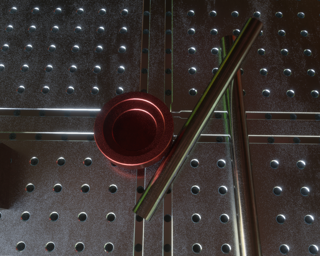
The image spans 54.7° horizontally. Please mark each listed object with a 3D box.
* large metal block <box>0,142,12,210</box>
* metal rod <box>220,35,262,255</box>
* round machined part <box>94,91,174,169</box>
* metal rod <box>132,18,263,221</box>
[{"bbox_3d":[-0.233,0.060,0.374,0.081,0.050,0.080,-6,70,-3],"label":"large metal block"},{"bbox_3d":[0.104,0.010,0.409,0.025,0.025,0.299,0,70,-1],"label":"metal rod"},{"bbox_3d":[-0.031,0.006,0.398,0.099,0.042,0.098,-1,68,3],"label":"round machined part"},{"bbox_3d":[0.055,-0.019,0.402,0.025,0.025,0.300,30,79,10],"label":"metal rod"}]
